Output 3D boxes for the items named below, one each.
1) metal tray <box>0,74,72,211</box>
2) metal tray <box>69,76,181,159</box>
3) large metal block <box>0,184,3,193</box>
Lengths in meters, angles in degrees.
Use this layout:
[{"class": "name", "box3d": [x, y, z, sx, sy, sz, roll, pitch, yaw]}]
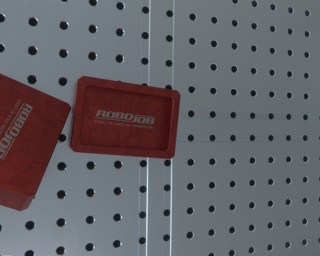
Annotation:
[{"class": "metal tray", "box3d": [-0.153, 0.008, 0.311, 0.090, 0.030, 0.130, 25, 40, -18]}, {"class": "metal tray", "box3d": [-0.043, -0.010, 0.393, 0.131, 0.030, 0.089, 6, 88, -20]}, {"class": "large metal block", "box3d": [-0.211, 0.073, 0.305, 0.080, 0.080, 0.050, -35, 102, -17]}]
